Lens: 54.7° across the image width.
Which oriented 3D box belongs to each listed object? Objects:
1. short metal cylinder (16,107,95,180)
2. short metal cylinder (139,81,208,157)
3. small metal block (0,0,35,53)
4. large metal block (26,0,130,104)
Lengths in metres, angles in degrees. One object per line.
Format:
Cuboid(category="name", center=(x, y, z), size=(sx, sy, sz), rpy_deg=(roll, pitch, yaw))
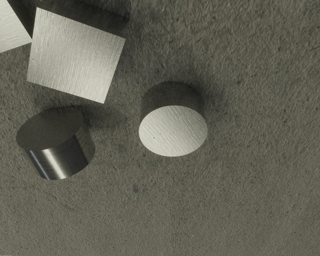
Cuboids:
Cuboid(category="short metal cylinder", center=(-0.127, 0.017, 0.384), size=(0.080, 0.080, 0.050), rpy_deg=(-7, 130, 5))
Cuboid(category="short metal cylinder", center=(0.015, -0.010, 0.382), size=(0.081, 0.050, 0.079), rpy_deg=(0, 130, 0))
Cuboid(category="small metal block", center=(-0.160, -0.108, 0.313), size=(0.050, 0.025, 0.050), rpy_deg=(-15, 129, 11))
Cuboid(category="large metal block", center=(-0.084, -0.081, 0.320), size=(0.081, 0.050, 0.079), rpy_deg=(16, 128, -14))
